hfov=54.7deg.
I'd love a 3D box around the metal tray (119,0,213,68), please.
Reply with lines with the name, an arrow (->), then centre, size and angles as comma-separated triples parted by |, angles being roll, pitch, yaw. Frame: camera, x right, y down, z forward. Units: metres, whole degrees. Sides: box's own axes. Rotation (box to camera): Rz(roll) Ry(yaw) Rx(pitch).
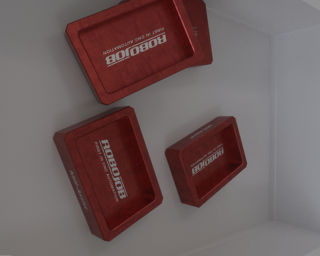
metal tray -> 0.012, -0.124, 0.413 | 0.131, 0.030, 0.089 | -15, 100, -39

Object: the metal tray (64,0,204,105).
metal tray -> -0.026, -0.092, 0.345 | 0.131, 0.030, 0.090 | -28, 103, -15

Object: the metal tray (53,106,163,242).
metal tray -> -0.054, 0.049, 0.357 | 0.091, 0.030, 0.129 | -28, 108, -36

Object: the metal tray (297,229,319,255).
metal tray -> 0.290, 0.249, 0.616 | 0.130, 0.030, 0.090 | 35, 66, -61

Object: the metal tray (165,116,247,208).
metal tray -> 0.074, 0.046, 0.465 | 0.131, 0.030, 0.090 | -29, 108, -36
